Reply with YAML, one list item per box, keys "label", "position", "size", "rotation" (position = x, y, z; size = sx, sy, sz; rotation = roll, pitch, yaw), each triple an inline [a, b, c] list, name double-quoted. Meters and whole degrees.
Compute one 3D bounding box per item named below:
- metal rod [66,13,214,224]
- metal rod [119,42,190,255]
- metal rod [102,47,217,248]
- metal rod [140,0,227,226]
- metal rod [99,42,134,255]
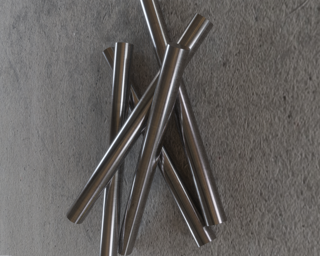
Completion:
- label: "metal rod"
  position: [-0.032, -0.002, 0.381]
  size: [0.025, 0.025, 0.299]
  rotation: [42, 105, 32]
- label: "metal rod"
  position: [-0.016, 0.045, 0.385]
  size: [0.025, 0.025, 0.298]
  rotation: [34, 121, 35]
- label: "metal rod"
  position: [-0.010, 0.010, 0.413]
  size: [0.025, 0.025, 0.299]
  rotation: [-42, 65, 32]
- label: "metal rod"
  position: [0.024, -0.032, 0.384]
  size: [0.025, 0.025, 0.299]
  rotation: [-26, 74, 37]
- label: "metal rod"
  position: [-0.060, 0.038, 0.420]
  size: [0.025, 0.025, 0.298]
  rotation: [8, 95, 40]
